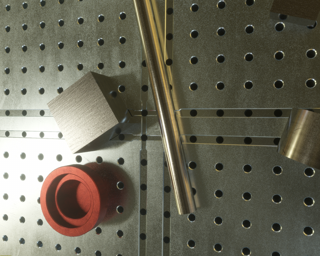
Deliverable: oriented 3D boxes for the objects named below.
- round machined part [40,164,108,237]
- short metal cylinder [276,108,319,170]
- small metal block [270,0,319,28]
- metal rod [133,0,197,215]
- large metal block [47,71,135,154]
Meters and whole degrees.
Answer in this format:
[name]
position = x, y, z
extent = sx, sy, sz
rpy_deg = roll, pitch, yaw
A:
[round machined part]
position = -0.118, 0.100, 0.444
extent = 0.098, 0.042, 0.097
rpy_deg = 0, 90, 19
[short metal cylinder]
position = 0.170, 0.015, 0.324
extent = 0.080, 0.080, 0.050
rpy_deg = 21, 97, 18
[small metal block]
position = 0.160, -0.149, 0.356
extent = 0.050, 0.025, 0.050
rpy_deg = 20, 96, 18
[metal rod]
position = 0.004, -0.038, 0.410
extent = 0.025, 0.025, 0.298
rpy_deg = -13, 86, 19
[large metal block]
position = -0.095, -0.020, 0.432
extent = 0.080, 0.050, 0.080
rpy_deg = -33, 80, 16
